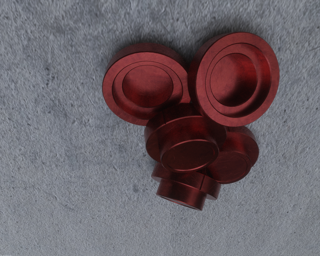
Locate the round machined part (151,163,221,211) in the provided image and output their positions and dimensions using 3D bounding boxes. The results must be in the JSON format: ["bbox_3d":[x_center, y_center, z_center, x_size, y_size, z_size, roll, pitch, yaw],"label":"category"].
[{"bbox_3d":[0.033,0.086,0.438,0.098,0.042,0.098,18,165,6],"label":"round machined part"}]

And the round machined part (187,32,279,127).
[{"bbox_3d":[0.075,-0.053,0.336,0.099,0.042,0.097,-5,105,-17],"label":"round machined part"}]

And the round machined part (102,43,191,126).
[{"bbox_3d":[-0.014,-0.052,0.353,0.099,0.042,0.097,-1,130,0],"label":"round machined part"}]

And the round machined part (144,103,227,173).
[{"bbox_3d":[0.032,0.019,0.371,0.099,0.042,0.097,-7,141,-5],"label":"round machined part"}]

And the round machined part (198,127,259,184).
[{"bbox_3d":[0.089,0.042,0.434,0.099,0.042,0.097,-1,130,0],"label":"round machined part"}]
